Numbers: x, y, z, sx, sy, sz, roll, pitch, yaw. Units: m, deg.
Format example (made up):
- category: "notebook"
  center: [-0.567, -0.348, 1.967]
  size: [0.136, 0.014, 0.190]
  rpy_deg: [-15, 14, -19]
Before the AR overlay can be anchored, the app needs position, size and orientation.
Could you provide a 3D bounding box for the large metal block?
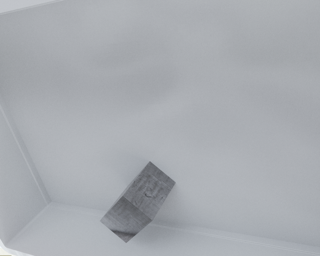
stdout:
- category: "large metal block"
  center: [-0.032, 0.108, 0.455]
  size: [0.050, 0.080, 0.080]
  rpy_deg: [40, 129, 1]
